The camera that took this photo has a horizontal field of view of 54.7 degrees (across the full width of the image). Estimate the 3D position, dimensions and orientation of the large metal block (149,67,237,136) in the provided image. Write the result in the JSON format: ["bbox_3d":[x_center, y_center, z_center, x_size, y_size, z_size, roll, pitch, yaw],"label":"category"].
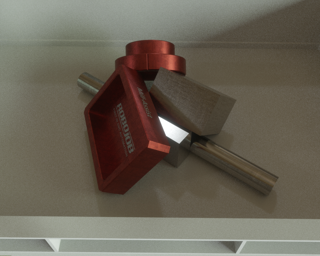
[{"bbox_3d":[0.040,-0.032,0.389,0.080,0.050,0.080,30,13,22],"label":"large metal block"}]

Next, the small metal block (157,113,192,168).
[{"bbox_3d":[0.009,0.014,0.375,0.050,0.050,0.025,31,57,23],"label":"small metal block"}]

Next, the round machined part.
[{"bbox_3d":[-0.013,-0.094,0.432,0.099,0.098,0.042,-1,91,-2],"label":"round machined part"}]

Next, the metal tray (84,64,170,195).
[{"bbox_3d":[-0.045,0.000,0.363,0.030,0.090,0.130,19,37,-40],"label":"metal tray"}]

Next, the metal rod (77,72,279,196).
[{"bbox_3d":[0.007,-0.003,0.405,0.300,0.025,0.025,30,56,22],"label":"metal rod"}]
